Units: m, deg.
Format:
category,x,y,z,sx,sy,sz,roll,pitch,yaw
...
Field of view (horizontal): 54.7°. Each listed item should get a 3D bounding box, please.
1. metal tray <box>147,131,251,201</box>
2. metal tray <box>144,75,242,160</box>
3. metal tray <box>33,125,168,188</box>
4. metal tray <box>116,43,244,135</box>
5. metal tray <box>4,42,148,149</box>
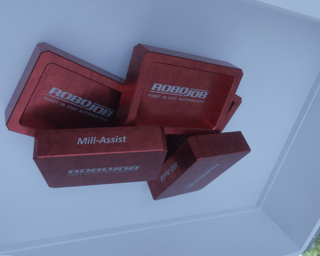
category,x,y,z,sx,sy,sz,roll,pitch,yaw
metal tray,0.049,0.054,0.424,0.091,0.030,0.129,-5,150,-33
metal tray,0.042,-0.006,0.425,0.091,0.030,0.129,21,107,-37
metal tray,-0.063,0.034,0.347,0.131,0.030,0.090,-3,151,-10
metal tray,0.024,-0.038,0.355,0.131,0.030,0.089,3,117,-31
metal tray,-0.086,-0.024,0.341,0.131,0.030,0.090,21,107,-37
